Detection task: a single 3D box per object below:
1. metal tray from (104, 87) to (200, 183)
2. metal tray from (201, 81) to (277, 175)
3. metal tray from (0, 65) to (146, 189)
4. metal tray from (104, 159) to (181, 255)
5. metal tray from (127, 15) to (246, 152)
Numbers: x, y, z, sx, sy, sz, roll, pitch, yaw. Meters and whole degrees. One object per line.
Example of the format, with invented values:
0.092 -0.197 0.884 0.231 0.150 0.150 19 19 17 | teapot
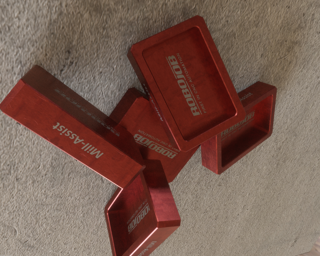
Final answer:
-0.010 0.015 0.410 0.131 0.030 0.090 28 103 -38 | metal tray
0.115 -0.002 0.448 0.131 0.030 0.089 -30 130 -28 | metal tray
-0.079 -0.003 0.302 0.130 0.090 0.030 38 97 -23 | metal tray
-0.029 0.111 0.395 0.030 0.090 0.129 6 136 -31 | metal tray
0.031 -0.049 0.355 0.090 0.030 0.129 -28 99 -11 | metal tray
